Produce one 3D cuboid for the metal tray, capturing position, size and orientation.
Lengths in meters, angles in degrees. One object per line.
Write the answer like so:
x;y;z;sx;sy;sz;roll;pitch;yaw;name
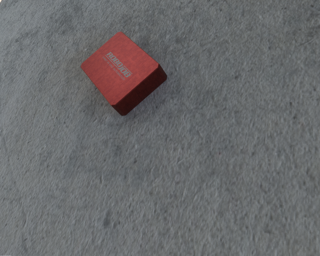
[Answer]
-0.060;-0.089;0.485;0.090;0.030;0.130;-41;51;-1;metal tray
